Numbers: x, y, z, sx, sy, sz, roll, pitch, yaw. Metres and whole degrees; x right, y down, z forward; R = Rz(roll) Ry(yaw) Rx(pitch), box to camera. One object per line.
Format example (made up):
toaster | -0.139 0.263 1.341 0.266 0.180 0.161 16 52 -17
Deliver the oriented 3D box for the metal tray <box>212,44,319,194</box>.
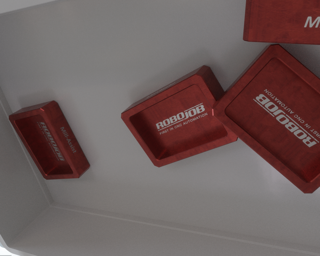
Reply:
metal tray | 0.129 -0.009 0.310 0.130 0.030 0.090 41 106 0

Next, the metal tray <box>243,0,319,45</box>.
metal tray | 0.139 -0.085 0.238 0.130 0.090 0.030 10 116 23

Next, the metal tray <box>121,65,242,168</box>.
metal tray | 0.024 -0.009 0.386 0.130 0.030 0.090 -24 106 36

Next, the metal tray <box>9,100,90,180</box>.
metal tray | -0.184 0.024 0.517 0.090 0.030 0.129 -8 114 32
